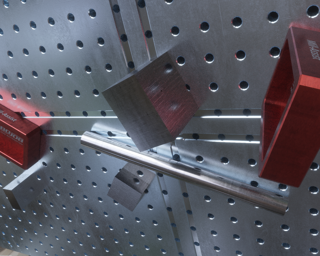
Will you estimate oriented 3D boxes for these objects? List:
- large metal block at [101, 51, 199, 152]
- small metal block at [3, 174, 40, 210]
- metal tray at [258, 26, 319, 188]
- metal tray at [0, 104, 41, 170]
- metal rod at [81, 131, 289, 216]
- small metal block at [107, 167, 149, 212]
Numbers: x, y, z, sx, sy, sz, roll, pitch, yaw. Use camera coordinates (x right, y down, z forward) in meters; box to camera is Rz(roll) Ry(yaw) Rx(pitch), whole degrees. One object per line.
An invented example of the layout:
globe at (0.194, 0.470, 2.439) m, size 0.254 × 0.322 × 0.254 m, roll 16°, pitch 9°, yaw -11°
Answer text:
large metal block at (-0.007, -0.032, 0.360) m, size 0.050 × 0.080 × 0.080 m, roll -21°, pitch 107°, yaw 36°
small metal block at (-0.276, 0.127, 0.619) m, size 0.025 × 0.050 × 0.050 m, roll 2°, pitch 119°, yaw 27°
metal tray at (0.114, -0.025, 0.266) m, size 0.030 × 0.130 × 0.089 m, roll 15°, pitch 125°, yaw 10°
metal tray at (-0.281, 0.009, 0.561) m, size 0.130 × 0.030 × 0.089 m, roll 28°, pitch 128°, yaw 10°
metal rod at (0.021, 0.058, 0.435) m, size 0.301 × 0.025 × 0.025 m, roll 17°, pitch 125°, yaw 18°
small metal block at (-0.052, 0.100, 0.501) m, size 0.050 × 0.025 × 0.050 m, roll 32°, pitch 129°, yaw 7°
